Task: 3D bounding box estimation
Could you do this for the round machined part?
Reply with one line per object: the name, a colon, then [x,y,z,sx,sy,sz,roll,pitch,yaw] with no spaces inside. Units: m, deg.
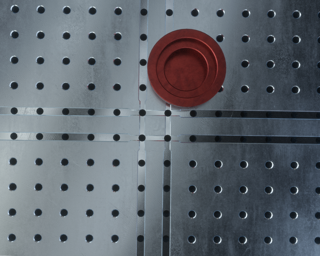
round machined part: [0.033,-0.075,0.405,0.099,0.042,0.097,0,90,-1]
